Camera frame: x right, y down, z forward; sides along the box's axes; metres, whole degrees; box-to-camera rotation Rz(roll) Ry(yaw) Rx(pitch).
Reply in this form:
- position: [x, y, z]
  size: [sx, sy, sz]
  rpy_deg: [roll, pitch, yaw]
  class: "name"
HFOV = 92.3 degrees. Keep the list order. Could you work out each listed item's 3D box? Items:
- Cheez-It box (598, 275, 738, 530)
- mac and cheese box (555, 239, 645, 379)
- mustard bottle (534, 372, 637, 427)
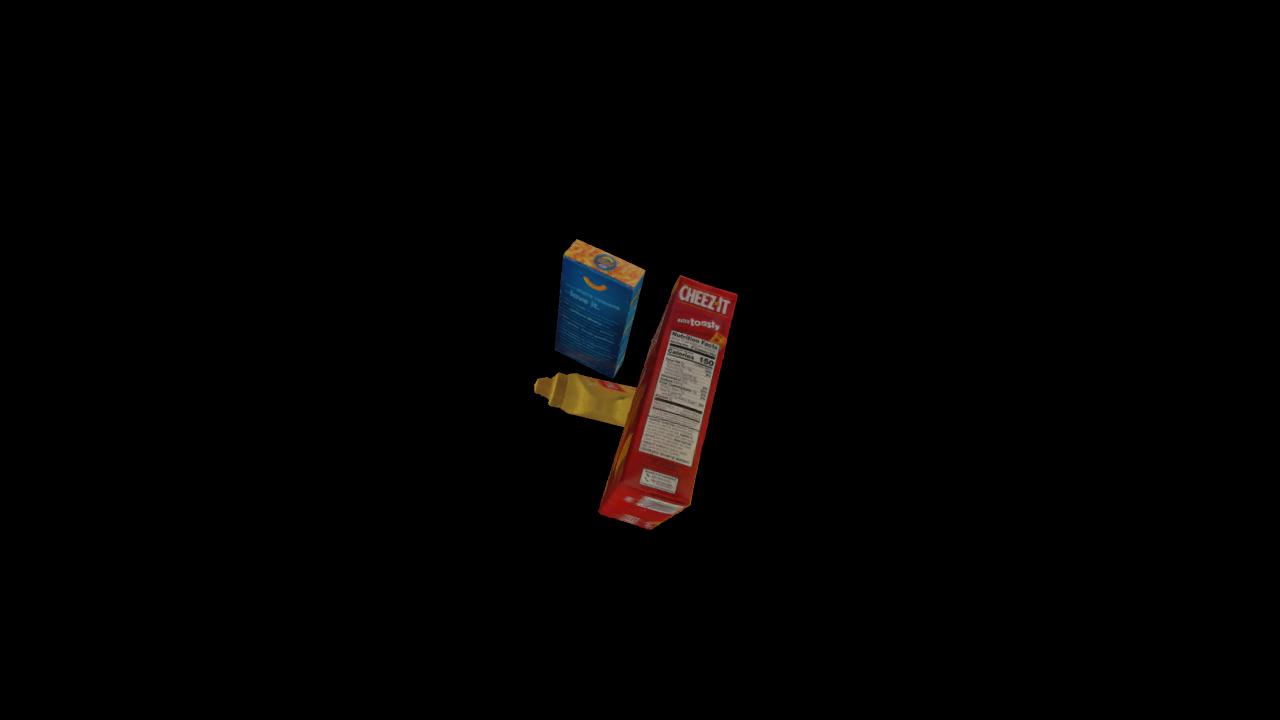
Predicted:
- position: [0.027, 0.050, 0.634]
  size: [0.071, 0.223, 0.166]
  rpy_deg: [19, -24, -3]
  class: "Cheez-It box"
- position: [-0.055, -0.057, 0.765]
  size: [0.093, 0.041, 0.184]
  rpy_deg: [27, -35, 7]
  class: "mac and cheese box"
- position: [-0.041, 0.052, 0.763]
  size: [0.184, 0.054, 0.092]
  rpy_deg: [14, 13, -11]
  class: "mustard bottle"
